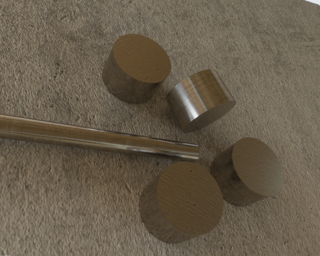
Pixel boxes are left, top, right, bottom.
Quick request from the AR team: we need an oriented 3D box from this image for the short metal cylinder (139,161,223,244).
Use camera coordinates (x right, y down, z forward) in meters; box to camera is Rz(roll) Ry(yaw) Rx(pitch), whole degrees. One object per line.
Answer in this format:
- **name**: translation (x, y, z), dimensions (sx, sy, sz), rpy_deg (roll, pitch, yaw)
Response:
- **short metal cylinder**: translation (0.023, 0.084, 0.349), dimensions (0.081, 0.050, 0.080), rpy_deg (14, 56, -21)

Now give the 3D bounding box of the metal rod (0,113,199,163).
- **metal rod**: translation (-0.092, 0.010, 0.348), dimensions (0.302, 0.025, 0.025), rpy_deg (10, 58, -23)

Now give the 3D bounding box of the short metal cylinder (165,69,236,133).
- **short metal cylinder**: translation (0.055, -0.035, 0.419), dimensions (0.081, 0.080, 0.050), rpy_deg (-17, 71, -35)

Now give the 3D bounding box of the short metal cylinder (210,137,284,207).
- **short metal cylinder**: translation (0.115, 0.059, 0.414), dimensions (0.081, 0.050, 0.080), rpy_deg (14, 56, -21)

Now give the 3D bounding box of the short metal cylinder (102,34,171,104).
- **short metal cylinder**: translation (-0.032, -0.079, 0.419), dimensions (0.081, 0.050, 0.080), rpy_deg (14, 56, -21)
